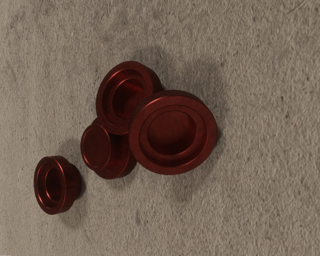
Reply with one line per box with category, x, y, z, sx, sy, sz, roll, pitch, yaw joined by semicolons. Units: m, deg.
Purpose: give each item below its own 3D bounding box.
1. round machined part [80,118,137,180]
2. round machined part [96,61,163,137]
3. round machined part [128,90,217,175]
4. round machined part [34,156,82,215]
round machined part;-0.080;0.028;0.458;0.098;0.042;0.097;0;90;39
round machined part;-0.036;-0.036;0.414;0.098;0.042;0.098;-8;75;34
round machined part;0.012;0.002;0.358;0.042;0.099;0.097;-109;40;-65
round machined part;-0.172;0.096;0.533;0.098;0.042;0.097;0;90;39
